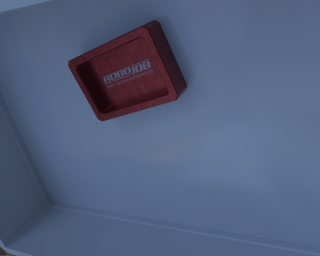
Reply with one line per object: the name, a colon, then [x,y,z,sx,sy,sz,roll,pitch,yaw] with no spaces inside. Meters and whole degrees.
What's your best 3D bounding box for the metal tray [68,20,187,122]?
metal tray: [-0.043,-0.065,0.385,0.130,0.030,0.090,-14,112,33]
